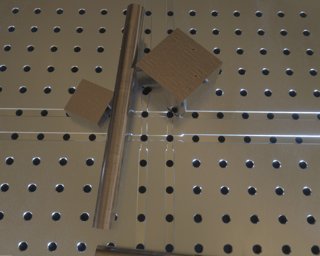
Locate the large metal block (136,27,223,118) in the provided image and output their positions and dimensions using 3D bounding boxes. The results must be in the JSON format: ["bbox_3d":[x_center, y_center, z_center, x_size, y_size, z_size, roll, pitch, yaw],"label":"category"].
[{"bbox_3d":[0.025,-0.076,0.426,0.080,0.050,0.080,42,75,13],"label":"large metal block"}]

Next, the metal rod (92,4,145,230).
[{"bbox_3d":[-0.051,-0.025,0.404,0.025,0.025,0.299,6,76,2],"label":"metal rod"}]

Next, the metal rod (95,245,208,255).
[{"bbox_3d":[0.077,0.162,0.352,0.302,0.025,0.025,5,70,2],"label":"metal rod"}]

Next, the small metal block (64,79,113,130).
[{"bbox_3d":[-0.093,-0.032,0.423,0.050,0.025,0.050,23,72,8],"label":"small metal block"}]
